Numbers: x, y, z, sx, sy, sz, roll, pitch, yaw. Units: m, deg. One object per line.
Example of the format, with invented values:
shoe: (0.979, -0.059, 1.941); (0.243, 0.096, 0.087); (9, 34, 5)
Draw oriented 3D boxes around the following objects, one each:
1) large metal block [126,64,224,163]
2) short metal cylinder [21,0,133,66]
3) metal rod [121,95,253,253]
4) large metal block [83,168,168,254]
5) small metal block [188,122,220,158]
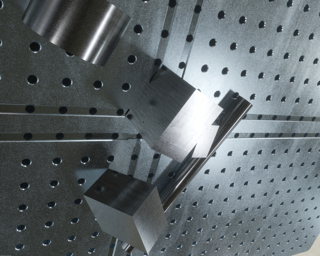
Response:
large metal block: (0.014, -0.019, 0.374); (0.050, 0.080, 0.080); (30, 102, -38)
short metal cylinder: (-0.072, -0.098, 0.276); (0.080, 0.080, 0.050); (23, 106, -37)
metal rod: (0.037, 0.076, 0.480); (0.025, 0.025, 0.299); (31, 101, -38)
large metal block: (-0.043, 0.109, 0.411); (0.050, 0.080, 0.080); (-48, 138, -37)
small metal block: (0.049, 0.006, 0.428); (0.025, 0.050, 0.050); (4, 117, -31)
